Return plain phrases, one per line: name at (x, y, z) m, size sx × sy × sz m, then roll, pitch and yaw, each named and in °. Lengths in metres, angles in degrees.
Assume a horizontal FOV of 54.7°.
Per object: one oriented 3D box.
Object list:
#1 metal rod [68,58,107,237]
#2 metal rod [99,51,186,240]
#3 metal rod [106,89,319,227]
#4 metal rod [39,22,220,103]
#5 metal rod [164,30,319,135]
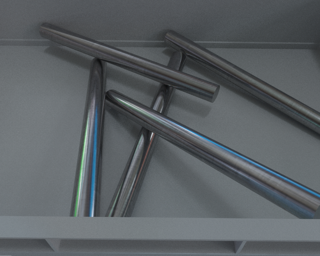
metal rod at (-0.080, -0.009, 0.372) m, size 0.025 × 0.025 × 0.300 m, roll -5°, pitch 38°, yaw -4°
metal rod at (-0.010, -0.003, 0.407) m, size 0.025 × 0.025 × 0.300 m, roll 12°, pitch 51°, yaw 10°
metal rod at (0.026, 0.010, 0.335) m, size 0.025 × 0.025 × 0.300 m, roll -34°, pitch 40°, yaw -25°
metal rod at (-0.057, -0.102, 0.457) m, size 0.301 × 0.025 × 0.025 m, roll 24°, pitch 54°, yaw 19°
metal rod at (0.127, -0.069, 0.456) m, size 0.300 × 0.025 × 0.025 m, roll 36°, pitch 59°, yaw 23°
